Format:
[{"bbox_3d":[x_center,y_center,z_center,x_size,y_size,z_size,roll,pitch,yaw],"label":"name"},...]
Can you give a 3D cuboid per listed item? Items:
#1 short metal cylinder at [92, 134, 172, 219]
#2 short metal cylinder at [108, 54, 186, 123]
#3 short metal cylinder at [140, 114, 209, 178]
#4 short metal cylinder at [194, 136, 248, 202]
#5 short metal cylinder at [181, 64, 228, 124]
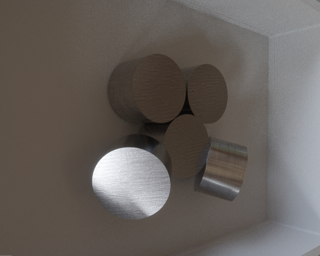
[{"bbox_3d":[-0.028,0.051,0.340,0.050,0.080,0.080,-76,151,-75],"label":"short metal cylinder"},{"bbox_3d":[-0.015,-0.046,0.376,0.081,0.050,0.079,0,90,-40],"label":"short metal cylinder"},{"bbox_3d":[0.018,0.022,0.403,0.081,0.050,0.079,0,90,-40],"label":"short metal cylinder"},{"bbox_3d":[0.083,0.057,0.433,0.050,0.080,0.080,16,77,1],"label":"short metal cylinder"},{"bbox_3d":[0.049,-0.046,0.432,0.081,0.050,0.079,0,90,-40],"label":"short metal cylinder"}]
